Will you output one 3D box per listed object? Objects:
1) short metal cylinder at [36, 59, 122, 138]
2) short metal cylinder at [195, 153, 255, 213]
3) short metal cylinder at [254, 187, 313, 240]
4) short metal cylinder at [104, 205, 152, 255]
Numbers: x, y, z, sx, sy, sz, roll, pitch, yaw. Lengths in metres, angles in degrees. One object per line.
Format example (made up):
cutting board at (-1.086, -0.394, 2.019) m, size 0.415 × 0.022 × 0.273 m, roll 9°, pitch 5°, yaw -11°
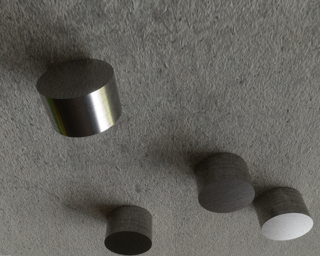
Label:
short metal cylinder at (-0.086, -0.035, 0.341) m, size 0.080 × 0.080 × 0.050 m, roll -4°, pitch 130°, yaw 3°
short metal cylinder at (0.095, 0.082, 0.462) m, size 0.081 × 0.050 × 0.079 m, roll 0°, pitch 130°, yaw 0°
short metal cylinder at (0.203, 0.143, 0.514) m, size 0.081 × 0.050 × 0.079 m, roll 0°, pitch 130°, yaw 0°
short metal cylinder at (-0.054, 0.180, 0.544) m, size 0.081 × 0.050 × 0.079 m, roll 0°, pitch 130°, yaw 0°
